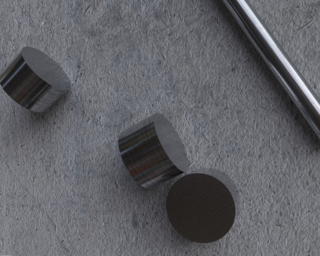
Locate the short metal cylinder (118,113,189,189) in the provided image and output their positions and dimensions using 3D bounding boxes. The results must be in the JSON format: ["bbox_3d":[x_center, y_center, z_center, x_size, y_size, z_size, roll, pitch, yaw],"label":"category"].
[{"bbox_3d":[-0.007,0.028,0.382,0.050,0.080,0.080,-29,81,18],"label":"short metal cylinder"}]

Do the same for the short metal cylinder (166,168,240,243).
[{"bbox_3d":[0.054,0.091,0.377,0.080,0.050,0.080,0,90,20],"label":"short metal cylinder"}]

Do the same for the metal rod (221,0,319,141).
[{"bbox_3d":[0.118,-0.110,0.367,0.025,0.025,0.299,-34,79,17],"label":"metal rod"}]

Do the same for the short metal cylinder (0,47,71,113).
[{"bbox_3d":[-0.177,-0.069,0.442,0.050,0.080,0.080,-41,77,15],"label":"short metal cylinder"}]
